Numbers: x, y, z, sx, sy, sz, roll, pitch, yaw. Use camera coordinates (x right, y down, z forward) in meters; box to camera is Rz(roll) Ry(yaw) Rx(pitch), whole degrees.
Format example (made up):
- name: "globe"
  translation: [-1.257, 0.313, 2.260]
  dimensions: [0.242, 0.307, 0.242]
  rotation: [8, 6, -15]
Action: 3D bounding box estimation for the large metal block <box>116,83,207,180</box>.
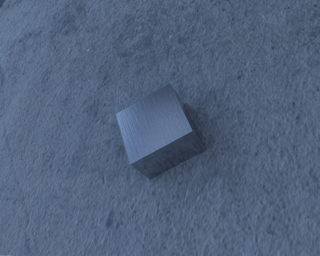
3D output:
- name: "large metal block"
  translation: [0.000, 0.004, 0.386]
  dimensions: [0.080, 0.050, 0.080]
  rotation: [-29, 52, 10]
